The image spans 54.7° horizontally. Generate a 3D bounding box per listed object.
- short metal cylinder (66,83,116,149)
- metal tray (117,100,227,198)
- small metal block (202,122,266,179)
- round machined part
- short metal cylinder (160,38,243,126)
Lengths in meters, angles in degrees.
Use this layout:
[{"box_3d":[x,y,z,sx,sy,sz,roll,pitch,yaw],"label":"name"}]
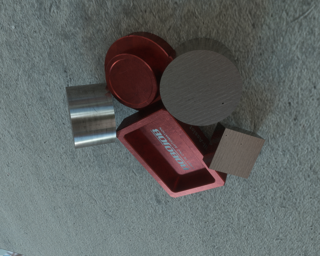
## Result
[{"box_3d":[-0.091,-0.016,0.402,0.050,0.080,0.079,-9,124,-17],"label":"short metal cylinder"},{"box_3d":[0.016,0.030,0.400,0.090,0.030,0.130,-24,115,36],"label":"metal tray"},{"box_3d":[0.084,0.026,0.357,0.050,0.025,0.050,16,105,-14],"label":"small metal block"},{"box_3d":[-0.026,-0.062,0.373,0.098,0.042,0.097,13,124,21],"label":"round machined part"},{"box_3d":[0.043,-0.049,0.326,0.080,0.050,0.079,3,119,6],"label":"short metal cylinder"}]
